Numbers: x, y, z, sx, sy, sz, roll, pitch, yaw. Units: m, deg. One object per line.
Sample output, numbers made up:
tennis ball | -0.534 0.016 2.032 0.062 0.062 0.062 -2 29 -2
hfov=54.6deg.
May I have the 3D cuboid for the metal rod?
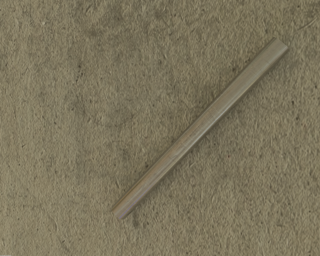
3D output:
metal rod | 0.042 0.010 0.394 0.025 0.025 0.299 46 104 14
